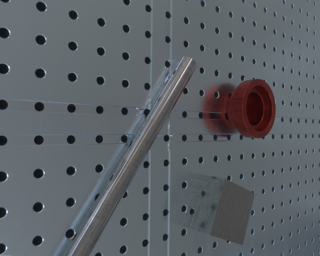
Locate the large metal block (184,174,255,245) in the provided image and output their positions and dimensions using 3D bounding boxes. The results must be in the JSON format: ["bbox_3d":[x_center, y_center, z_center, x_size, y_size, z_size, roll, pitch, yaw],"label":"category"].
[{"bbox_3d":[0.092,0.123,0.470,0.080,0.050,0.080,30,72,-36],"label":"large metal block"}]

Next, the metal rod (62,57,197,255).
[{"bbox_3d":[-0.027,0.027,0.385,0.025,0.025,0.300,44,63,-31],"label":"metal rod"}]

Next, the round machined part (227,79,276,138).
[{"bbox_3d":[0.151,-0.032,0.524,0.099,0.042,0.097,0,90,-40],"label":"round machined part"}]
